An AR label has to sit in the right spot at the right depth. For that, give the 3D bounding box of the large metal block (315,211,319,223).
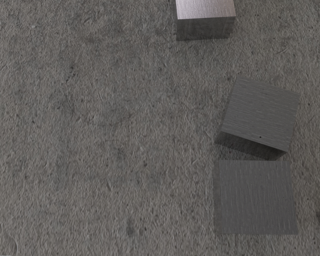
[{"bbox_3d":[0.241,0.125,0.351,0.081,0.050,0.080,-11,70,-4],"label":"large metal block"}]

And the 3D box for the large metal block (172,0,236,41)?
[{"bbox_3d":[0.062,-0.180,0.461,0.081,0.050,0.080,-4,70,-2],"label":"large metal block"}]

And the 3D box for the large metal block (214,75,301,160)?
[{"bbox_3d":[0.124,-0.011,0.400,0.080,0.050,0.080,18,71,6],"label":"large metal block"}]

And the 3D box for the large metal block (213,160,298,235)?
[{"bbox_3d":[0.107,0.083,0.365,0.080,0.050,0.080,1,70,0],"label":"large metal block"}]
